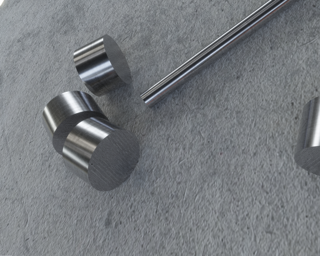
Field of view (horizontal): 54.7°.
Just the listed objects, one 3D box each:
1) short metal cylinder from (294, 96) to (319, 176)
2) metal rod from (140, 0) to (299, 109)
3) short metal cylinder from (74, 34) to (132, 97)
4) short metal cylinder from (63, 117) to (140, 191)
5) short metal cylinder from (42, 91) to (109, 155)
[{"bbox_3d":[0.166,0.011,0.275,0.080,0.080,0.050,7,65,31],"label":"short metal cylinder"},{"bbox_3d":[0.100,-0.125,0.427,0.300,0.025,0.025,-36,51,4],"label":"metal rod"},{"bbox_3d":[-0.085,-0.094,0.471,0.050,0.080,0.080,-22,54,15],"label":"short metal cylinder"},{"bbox_3d":[-0.072,0.032,0.387,0.050,0.080,0.080,24,74,36],"label":"short metal cylinder"},{"bbox_3d":[-0.116,-0.005,0.433,0.080,0.080,0.050,-41,51,0],"label":"short metal cylinder"}]
